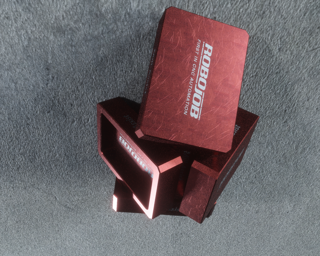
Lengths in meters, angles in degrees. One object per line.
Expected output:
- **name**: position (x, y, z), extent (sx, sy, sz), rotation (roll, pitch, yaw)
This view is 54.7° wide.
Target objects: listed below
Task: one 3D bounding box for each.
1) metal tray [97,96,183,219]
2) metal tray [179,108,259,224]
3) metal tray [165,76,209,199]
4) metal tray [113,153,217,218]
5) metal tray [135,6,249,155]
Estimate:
- **metal tray**: position (-0.031, 0.033, 0.373), extent (0.030, 0.130, 0.089), rotation (-22, 138, -31)
- **metal tray**: position (0.075, 0.042, 0.380), extent (0.030, 0.131, 0.089), rotation (27, 134, 21)
- **metal tray**: position (0.025, 0.013, 0.377), extent (0.030, 0.090, 0.129), rotation (5, 130, -5)
- **metal tray**: position (0.005, 0.074, 0.428), extent (0.131, 0.090, 0.030), rotation (5, 130, -5)
- **metal tray**: position (0.033, -0.045, 0.310), extent (0.091, 0.129, 0.030), rotation (14, 170, -12)
